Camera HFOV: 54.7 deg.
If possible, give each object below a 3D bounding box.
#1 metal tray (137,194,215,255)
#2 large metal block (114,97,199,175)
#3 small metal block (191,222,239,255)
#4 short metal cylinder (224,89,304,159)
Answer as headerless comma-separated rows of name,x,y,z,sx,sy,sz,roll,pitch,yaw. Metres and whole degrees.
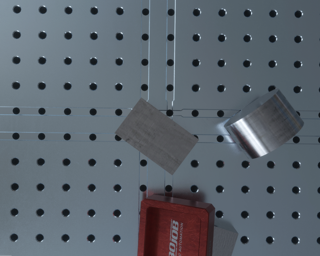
metal tray,0.018,0.157,0.393,0.090,0.030,0.129,4,90,24
large metal block,-0.004,0.009,0.386,0.080,0.080,0.050,36,90,0
small metal block,0.070,0.153,0.414,0.050,0.025,0.050,18,90,0
short metal cylinder,0.128,-0.005,0.387,0.080,0.080,0.050,-37,90,0
